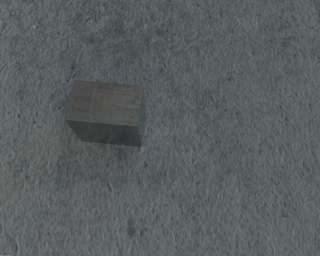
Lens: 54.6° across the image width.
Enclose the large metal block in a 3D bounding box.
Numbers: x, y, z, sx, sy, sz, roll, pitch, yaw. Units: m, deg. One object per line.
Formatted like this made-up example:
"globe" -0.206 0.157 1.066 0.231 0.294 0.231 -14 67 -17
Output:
"large metal block" -0.062 -0.015 0.384 0.080 0.080 0.050 5 70 2
